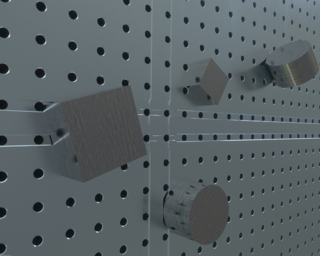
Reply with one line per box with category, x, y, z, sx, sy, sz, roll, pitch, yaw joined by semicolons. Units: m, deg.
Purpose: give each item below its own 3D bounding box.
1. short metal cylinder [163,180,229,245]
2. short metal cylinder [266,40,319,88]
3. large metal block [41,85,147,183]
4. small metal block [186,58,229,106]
short metal cylinder;0.052;0.117;0.437;0.081;0.050;0.079;0;90;-40
short metal cylinder;0.248;-0.120;0.581;0.080;0.080;0.050;-50;120;-28
large metal block;-0.069;0.003;0.335;0.081;0.050;0.080;-22;104;-38
small metal block;0.073;-0.069;0.471;0.050;0.025;0.050;39;66;-33
